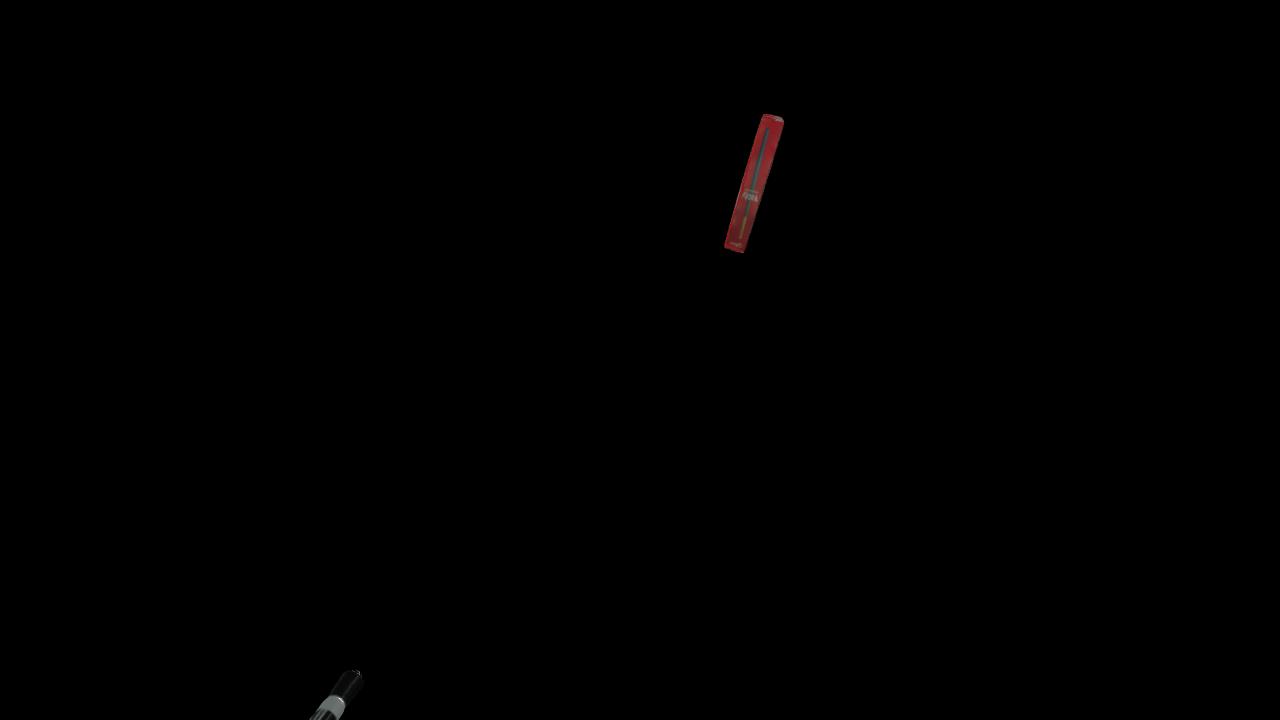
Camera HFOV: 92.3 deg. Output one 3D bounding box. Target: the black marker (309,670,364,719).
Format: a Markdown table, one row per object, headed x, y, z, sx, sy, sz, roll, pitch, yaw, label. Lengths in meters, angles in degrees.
| x | y | z | sx | sy | sz | roll | pitch | yaw | label |
| --- | --- | --- | --- | --- | --- | --- | --- | --- | --- |
| -0.228 | 0.262 | 0.423 | 0.020 | 0.020 | 0.121 | 0 | 15 | 5 | black marker |

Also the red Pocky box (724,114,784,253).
| x | y | z | sx | sy | sz | roll | pitch | yaw | label |
| --- | --- | --- | --- | --- | --- | --- | --- | --- | --- |
| 0.137 | -0.213 | 0.742 | 0.028 | 0.155 | 0.083 | 16 | 26 | 4 | red Pocky box |
